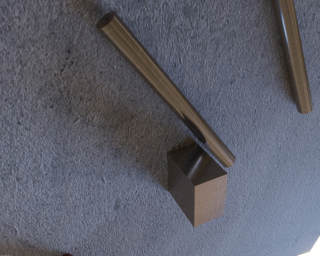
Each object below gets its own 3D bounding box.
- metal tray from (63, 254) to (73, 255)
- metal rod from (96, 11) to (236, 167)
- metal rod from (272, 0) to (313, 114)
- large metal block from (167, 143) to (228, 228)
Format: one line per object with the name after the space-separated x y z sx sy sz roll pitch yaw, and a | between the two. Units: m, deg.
-0.136 0.260 0.491 0.090 0.030 0.130 -40 130 -1 | metal tray
0.028 -0.028 0.406 0.025 0.025 0.300 -44 130 2 | metal rod
0.180 -0.128 0.428 0.025 0.025 0.300 -38 130 -3 | metal rod
0.052 0.081 0.452 0.050 0.080 0.079 -17 125 -19 | large metal block
